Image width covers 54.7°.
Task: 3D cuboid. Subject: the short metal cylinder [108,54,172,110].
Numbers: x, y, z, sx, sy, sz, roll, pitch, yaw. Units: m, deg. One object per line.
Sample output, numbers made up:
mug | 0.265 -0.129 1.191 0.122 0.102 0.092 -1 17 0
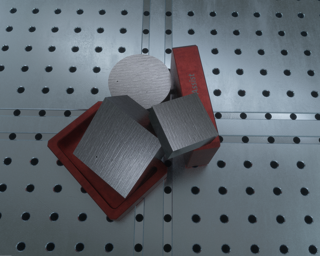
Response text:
short metal cylinder | -0.026 -0.051 0.417 0.081 0.050 0.080 0 70 0

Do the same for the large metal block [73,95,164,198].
large metal block | -0.039 0.018 0.358 0.080 0.050 0.080 38 110 12

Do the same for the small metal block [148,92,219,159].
small metal block | 0.023 -0.003 0.313 0.050 0.025 0.050 -19 71 -19

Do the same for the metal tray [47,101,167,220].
metal tray | -0.065 0.040 0.393 0.090 0.030 0.130 -41 76 -14

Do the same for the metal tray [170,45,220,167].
metal tray | 0.039 -0.025 0.387 0.030 0.090 0.129 -9 70 -3
